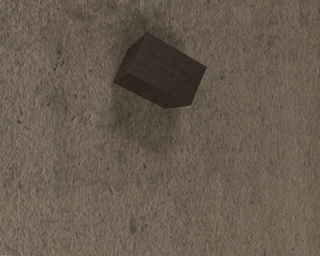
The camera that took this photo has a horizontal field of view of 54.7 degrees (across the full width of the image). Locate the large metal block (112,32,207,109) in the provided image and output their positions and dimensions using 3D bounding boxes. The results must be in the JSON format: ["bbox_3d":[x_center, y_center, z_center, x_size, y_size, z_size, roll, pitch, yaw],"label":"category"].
[{"bbox_3d":[-0.003,-0.065,0.379,0.080,0.080,0.050,26,82,-19],"label":"large metal block"}]
